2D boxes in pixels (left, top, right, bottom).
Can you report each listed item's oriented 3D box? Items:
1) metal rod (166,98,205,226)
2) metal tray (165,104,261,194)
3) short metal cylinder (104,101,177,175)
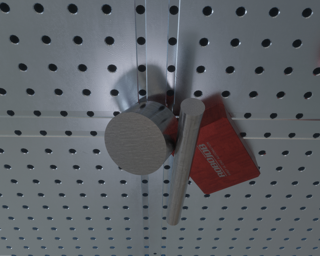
[{"bbox_3d":[0.028,0.070,0.433,0.025,0.025,0.298,1,142,-1],"label":"metal rod"},{"bbox_3d":[0.076,0.036,0.440,0.090,0.030,0.130,-25,126,19],"label":"metal tray"},{"bbox_3d":[-0.021,0.011,0.383,0.080,0.050,0.079,8,113,20],"label":"short metal cylinder"}]
